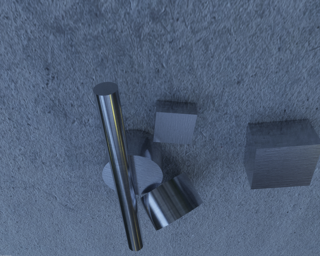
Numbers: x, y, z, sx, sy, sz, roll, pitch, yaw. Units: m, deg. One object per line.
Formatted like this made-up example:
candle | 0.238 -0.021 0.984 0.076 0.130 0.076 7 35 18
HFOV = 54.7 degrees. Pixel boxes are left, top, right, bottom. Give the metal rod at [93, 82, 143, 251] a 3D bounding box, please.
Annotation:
metal rod | -0.046 0.074 0.403 0.025 0.025 0.298 -3 130 2

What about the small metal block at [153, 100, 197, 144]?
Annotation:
small metal block | 0.018 -0.007 0.402 0.050 0.025 0.050 4 130 -4

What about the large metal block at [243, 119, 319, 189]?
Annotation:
large metal block | 0.163 0.037 0.425 0.080 0.050 0.080 -5 130 3

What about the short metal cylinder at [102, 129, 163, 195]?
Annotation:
short metal cylinder | -0.037 0.048 0.432 0.081 0.050 0.079 0 130 0

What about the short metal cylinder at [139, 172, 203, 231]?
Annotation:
short metal cylinder | 0.016 0.107 0.455 0.080 0.050 0.080 -29 167 -7
